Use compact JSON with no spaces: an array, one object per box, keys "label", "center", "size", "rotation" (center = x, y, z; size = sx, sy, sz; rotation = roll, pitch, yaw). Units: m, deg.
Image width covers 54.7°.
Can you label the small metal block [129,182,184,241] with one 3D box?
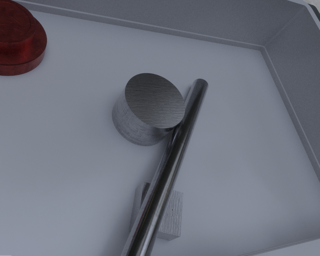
[{"label":"small metal block","center":[-0.003,0.094,0.348],"size":[0.050,0.025,0.050],"rotation":[19,54,-17]}]

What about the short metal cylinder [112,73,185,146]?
[{"label":"short metal cylinder","center":[-0.015,-0.023,0.397],"size":[0.081,0.050,0.080],"rotation":[14,56,-21]}]

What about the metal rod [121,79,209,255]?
[{"label":"metal rod","center":[0.019,0.029,0.375],"size":[0.025,0.025,0.301],"rotation":[33,44,-7]}]

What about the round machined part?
[{"label":"round machined part","center":[-0.185,-0.114,0.365],"size":[0.099,0.042,0.098],"rotation":[14,56,-21]}]
